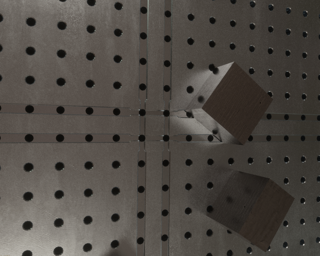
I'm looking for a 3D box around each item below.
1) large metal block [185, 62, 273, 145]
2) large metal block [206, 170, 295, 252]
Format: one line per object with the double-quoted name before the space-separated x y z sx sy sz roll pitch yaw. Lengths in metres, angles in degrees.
"large metal block" 0.097 -0.033 0.437 0.080 0.050 0.080 39 77 -16
"large metal block" 0.123 0.111 0.431 0.050 0.080 0.080 38 78 -17
